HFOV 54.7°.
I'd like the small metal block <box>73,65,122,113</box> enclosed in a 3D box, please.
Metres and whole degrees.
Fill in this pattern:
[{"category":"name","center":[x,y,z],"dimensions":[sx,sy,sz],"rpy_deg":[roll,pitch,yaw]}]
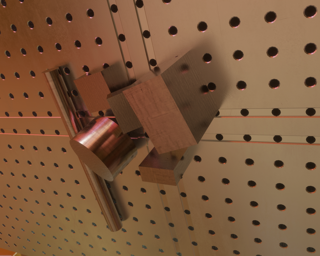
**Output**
[{"category":"small metal block","center":[-0.081,-0.052,0.420],"dimensions":[0.050,0.025,0.050],"rpy_deg":[-10,114,32]}]

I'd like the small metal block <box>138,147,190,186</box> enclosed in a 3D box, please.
[{"category":"small metal block","center":[0.007,0.050,0.421],"dimensions":[0.050,0.050,0.025],"rpy_deg":[3,120,26]}]

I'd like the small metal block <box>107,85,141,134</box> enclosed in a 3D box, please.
[{"category":"small metal block","center":[-0.034,-0.027,0.396],"dimensions":[0.050,0.025,0.050],"rpy_deg":[-23,110,0]}]

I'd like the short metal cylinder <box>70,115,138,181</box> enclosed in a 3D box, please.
[{"category":"short metal cylinder","center":[-0.079,0.029,0.434],"dimensions":[0.080,0.050,0.080],"rpy_deg":[32,152,20]}]

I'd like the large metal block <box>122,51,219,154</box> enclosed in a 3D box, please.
[{"category":"large metal block","center":[0.016,-0.030,0.348],"dimensions":[0.050,0.080,0.080],"rpy_deg":[-18,109,35]}]

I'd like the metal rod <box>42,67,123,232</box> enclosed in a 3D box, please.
[{"category":"metal rod","center":[-0.118,0.048,0.500],"dimensions":[0.025,0.025,0.298],"rpy_deg":[-2,118,29]}]
